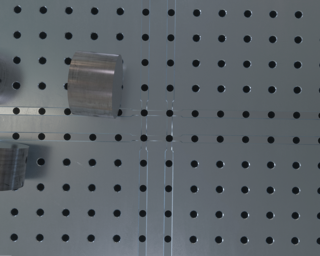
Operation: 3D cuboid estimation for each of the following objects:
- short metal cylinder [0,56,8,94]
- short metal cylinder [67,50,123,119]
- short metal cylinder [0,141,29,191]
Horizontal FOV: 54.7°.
[{"bbox_3d":[-0.249,-0.073,0.399,0.081,0.050,0.079,0,90,0],"label":"short metal cylinder"},{"bbox_3d":[-0.077,-0.053,0.385,0.050,0.080,0.080,6,90,0],"label":"short metal cylinder"},{"bbox_3d":[-0.209,0.044,0.384,0.080,0.080,0.050,8,90,0],"label":"short metal cylinder"}]
